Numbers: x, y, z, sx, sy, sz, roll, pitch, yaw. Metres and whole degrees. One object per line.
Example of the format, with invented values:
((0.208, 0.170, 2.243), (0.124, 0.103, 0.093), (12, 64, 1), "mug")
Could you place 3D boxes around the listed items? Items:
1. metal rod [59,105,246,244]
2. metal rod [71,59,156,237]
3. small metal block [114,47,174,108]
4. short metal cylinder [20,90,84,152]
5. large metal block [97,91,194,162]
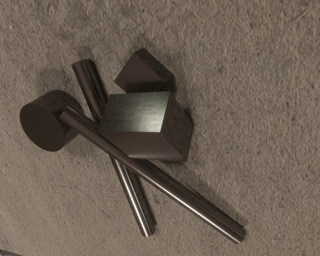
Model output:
((-0.007, 0.067, 0.430), (0.301, 0.025, 0.025), (36, 129, -5), "metal rod")
((-0.062, 0.044, 0.464), (0.025, 0.025, 0.298), (-4, 117, 30), "metal rod")
((-0.020, -0.061, 0.379), (0.050, 0.025, 0.050), (42, 129, -1), "small metal block")
((-0.160, -0.011, 0.466), (0.080, 0.050, 0.079), (13, 124, 20), "short metal cylinder")
((-0.014, 0.000, 0.374), (0.080, 0.050, 0.080), (0, 152, 27), "large metal block")
